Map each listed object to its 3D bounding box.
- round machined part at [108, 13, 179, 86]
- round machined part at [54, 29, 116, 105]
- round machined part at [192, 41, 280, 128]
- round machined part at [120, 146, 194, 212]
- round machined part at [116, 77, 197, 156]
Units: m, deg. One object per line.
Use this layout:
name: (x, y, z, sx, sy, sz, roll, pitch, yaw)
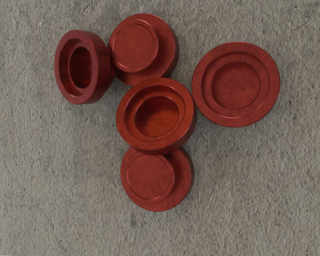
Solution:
round machined part: (-0.027, -0.104, 0.409, 0.098, 0.042, 0.097, 0, 90, 19)
round machined part: (-0.099, -0.082, 0.423, 0.098, 0.042, 0.097, 7, 102, 40)
round machined part: (0.090, -0.049, 0.369, 0.098, 0.042, 0.097, 0, 90, 19)
round machined part: (-0.008, 0.060, 0.402, 0.098, 0.042, 0.097, 0, 90, 19)
round machined part: (-0.002, -0.011, 0.390, 0.098, 0.042, 0.098, -6, 65, 14)
